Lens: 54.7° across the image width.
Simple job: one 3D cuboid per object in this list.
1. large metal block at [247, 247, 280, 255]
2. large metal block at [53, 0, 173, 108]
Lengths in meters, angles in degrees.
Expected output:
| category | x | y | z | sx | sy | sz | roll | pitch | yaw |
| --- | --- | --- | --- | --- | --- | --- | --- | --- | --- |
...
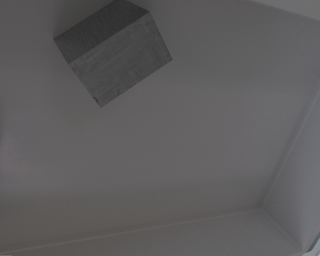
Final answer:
| category | x | y | z | sx | sy | sz | roll | pitch | yaw |
| --- | --- | --- | --- | --- | --- | --- | --- | --- | --- |
| large metal block | 0.242 | 0.341 | 0.738 | 0.081 | 0.050 | 0.079 | -3 | 120 | -27 |
| large metal block | -0.048 | -0.076 | 0.299 | 0.080 | 0.080 | 0.050 | -35 | 129 | -5 |
